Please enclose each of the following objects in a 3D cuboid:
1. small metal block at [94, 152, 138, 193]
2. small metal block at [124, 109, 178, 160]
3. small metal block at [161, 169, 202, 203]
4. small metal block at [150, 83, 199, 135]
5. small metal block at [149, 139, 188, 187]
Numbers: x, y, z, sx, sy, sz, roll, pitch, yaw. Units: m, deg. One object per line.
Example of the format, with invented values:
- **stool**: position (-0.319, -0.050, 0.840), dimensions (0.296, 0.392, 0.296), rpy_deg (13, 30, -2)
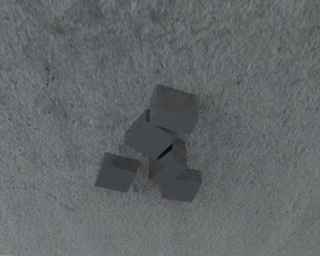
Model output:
- **small metal block**: position (-0.066, 0.067, 0.464), dimensions (0.050, 0.025, 0.050), rpy_deg (16, 128, -14)
- **small metal block**: position (-0.012, 0.009, 0.415), dimensions (0.050, 0.025, 0.050), rpy_deg (29, 124, -23)
- **small metal block**: position (0.032, 0.088, 0.483), dimensions (0.050, 0.025, 0.050), rpy_deg (11, 129, -10)
- **small metal block**: position (0.016, -0.023, 0.371), dimensions (0.050, 0.050, 0.025), rpy_deg (15, 128, -13)
- **small metal block**: position (0.010, 0.045, 0.430), dimensions (0.025, 0.050, 0.050), rpy_deg (32, 123, -25)
